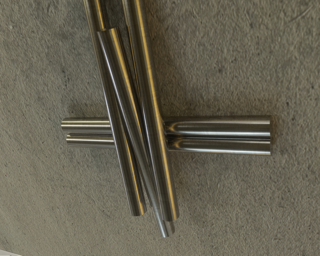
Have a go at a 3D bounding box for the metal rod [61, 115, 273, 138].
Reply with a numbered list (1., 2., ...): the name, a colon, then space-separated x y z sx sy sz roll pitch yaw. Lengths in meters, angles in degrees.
1. metal rod: -0.010 -0.003 0.411 0.300 0.025 0.025 0 119 27

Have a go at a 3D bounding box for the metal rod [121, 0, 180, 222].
1. metal rod: -0.010 -0.021 0.371 0.025 0.025 0.298 0 111 28

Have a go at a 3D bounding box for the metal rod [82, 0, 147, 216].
1. metal rod: -0.054 -0.021 0.395 0.025 0.025 0.298 0 111 28

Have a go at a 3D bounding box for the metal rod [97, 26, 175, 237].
1. metal rod: -0.023 0.023 0.400 0.025 0.025 0.298 0 118 28

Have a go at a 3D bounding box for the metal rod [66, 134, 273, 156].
1. metal rod: -0.006 0.019 0.423 0.300 0.025 0.025 0 119 27
